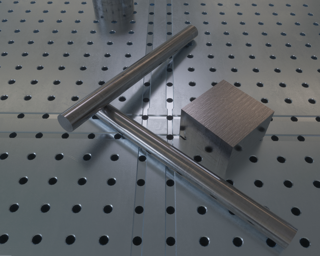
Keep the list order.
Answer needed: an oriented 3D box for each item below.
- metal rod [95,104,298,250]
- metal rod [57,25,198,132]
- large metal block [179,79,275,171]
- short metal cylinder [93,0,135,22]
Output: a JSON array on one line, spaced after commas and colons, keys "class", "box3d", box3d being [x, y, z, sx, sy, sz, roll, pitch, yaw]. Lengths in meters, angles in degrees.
[{"class": "metal rod", "box3d": [0.018, 0.038, 0.375, 0.300, 0.025, 0.025, 33, 57, 24]}, {"class": "metal rod", "box3d": [-0.028, -0.088, 0.460, 0.025, 0.025, 0.302, 28, 49, 21]}, {"class": "large metal block", "box3d": [0.083, -0.006, 0.397, 0.080, 0.050, 0.080, -35, 59, -26]}, {"class": "short metal cylinder", "box3d": [-0.091, -0.251, 0.601, 0.081, 0.050, 0.080, 0, 50, 0]}]
